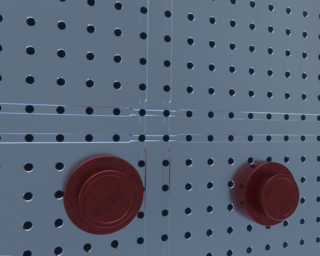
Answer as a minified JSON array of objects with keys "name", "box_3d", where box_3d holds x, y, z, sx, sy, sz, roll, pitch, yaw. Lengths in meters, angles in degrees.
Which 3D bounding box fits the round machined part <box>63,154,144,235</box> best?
[{"name":"round machined part","box_3d":[-0.067,0.083,0.380,0.099,0.042,0.097,0,90,-20]}]

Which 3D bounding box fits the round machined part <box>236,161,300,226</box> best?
[{"name":"round machined part","box_3d":[0.169,0.100,0.468,0.099,0.042,0.097,0,90,-20]}]
